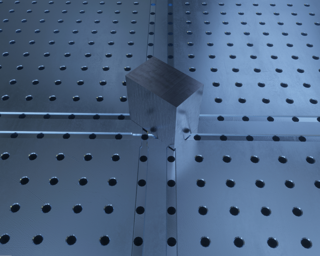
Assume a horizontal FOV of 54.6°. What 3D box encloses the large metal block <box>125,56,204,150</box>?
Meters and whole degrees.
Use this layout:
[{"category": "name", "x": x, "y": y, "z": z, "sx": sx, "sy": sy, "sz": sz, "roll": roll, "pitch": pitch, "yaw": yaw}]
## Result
[{"category": "large metal block", "x": 0.005, "y": -0.032, "z": 0.399, "sx": 0.080, "sy": 0.080, "sz": 0.050, "roll": 34, "pitch": 58, "yaw": 25}]
